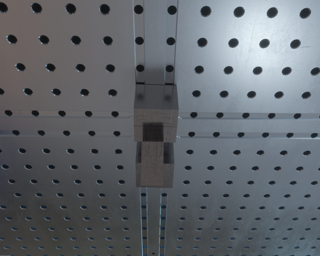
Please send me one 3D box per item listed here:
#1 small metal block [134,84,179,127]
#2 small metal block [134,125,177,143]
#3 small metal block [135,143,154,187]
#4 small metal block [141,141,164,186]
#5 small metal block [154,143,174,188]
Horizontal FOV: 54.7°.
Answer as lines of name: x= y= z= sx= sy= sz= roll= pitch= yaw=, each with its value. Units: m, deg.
small metal block: x=-0.005 y=-0.028 z=0.371 sx=0.050 sy=0.050 sz=0.025 roll=2 pitch=130 yaw=-2
small metal block: x=-0.006 y=-0.008 z=0.387 sx=0.050 sy=0.050 sz=0.025 roll=2 pitch=130 yaw=-2
small metal block: x=-0.020 y=0.048 z=0.436 sx=0.025 sy=0.050 sz=0.050 roll=1 pitch=130 yaw=-1
small metal block: x=-0.009 y=0.041 z=0.376 sx=0.025 sy=0.050 sz=0.050 roll=1 pitch=88 yaw=0
small metal block: x=0.005 y=0.049 z=0.435 sx=0.025 sy=0.050 sz=0.050 roll=1 pitch=130 yaw=-1
